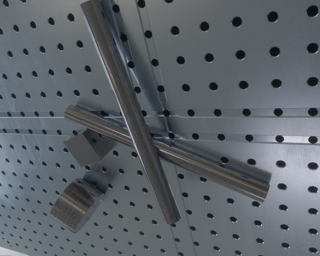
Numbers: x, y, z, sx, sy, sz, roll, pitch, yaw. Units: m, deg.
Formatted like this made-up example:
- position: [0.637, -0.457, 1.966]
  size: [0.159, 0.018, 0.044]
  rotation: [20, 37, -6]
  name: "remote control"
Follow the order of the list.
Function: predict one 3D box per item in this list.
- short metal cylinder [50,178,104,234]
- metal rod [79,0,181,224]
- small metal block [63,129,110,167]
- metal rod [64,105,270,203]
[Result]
- position: [-0.141, 0.132, 0.532]
  size: [0.050, 0.080, 0.079]
  rotation: [33, 129, 6]
  name: "short metal cylinder"
- position: [-0.033, -0.010, 0.397]
  size: [0.025, 0.025, 0.298]
  rotation: [-12, 105, 33]
  name: "metal rod"
- position: [-0.116, 0.030, 0.491]
  size: [0.050, 0.025, 0.050]
  rotation: [-22, 107, 36]
  name: "small metal block"
- position: [-0.001, 0.030, 0.430]
  size: [0.301, 0.025, 0.025]
  rotation: [21, 127, 15]
  name: "metal rod"
